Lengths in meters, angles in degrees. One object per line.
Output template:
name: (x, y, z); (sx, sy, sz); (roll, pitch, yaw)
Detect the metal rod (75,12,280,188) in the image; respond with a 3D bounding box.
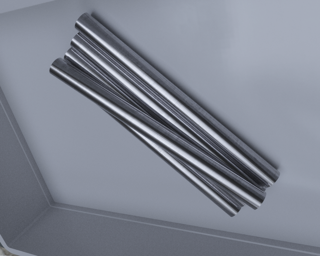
metal rod: (0.020, -0.034, 0.375); (0.300, 0.025, 0.025); (40, 129, 1)

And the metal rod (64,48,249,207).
metal rod: (-0.002, -0.003, 0.407); (0.300, 0.025, 0.025); (40, 129, 1)

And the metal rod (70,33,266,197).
metal rod: (0.011, -0.017, 0.391); (0.300, 0.025, 0.025); (40, 129, 1)

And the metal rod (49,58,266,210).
metal rod: (-0.007, 0.003, 0.380); (0.301, 0.025, 0.025); (33, 129, 6)

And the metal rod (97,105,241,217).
metal rod: (-0.012, 0.015, 0.422); (0.300, 0.025, 0.025); (40, 129, 1)
